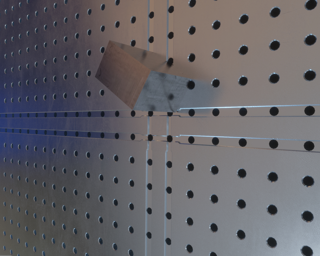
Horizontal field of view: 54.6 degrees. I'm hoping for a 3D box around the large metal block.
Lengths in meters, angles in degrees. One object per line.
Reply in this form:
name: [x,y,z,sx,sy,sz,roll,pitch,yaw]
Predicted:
large metal block: [-0.020,-0.063,0.391,0.080,0.081,0.050,41,115,32]
